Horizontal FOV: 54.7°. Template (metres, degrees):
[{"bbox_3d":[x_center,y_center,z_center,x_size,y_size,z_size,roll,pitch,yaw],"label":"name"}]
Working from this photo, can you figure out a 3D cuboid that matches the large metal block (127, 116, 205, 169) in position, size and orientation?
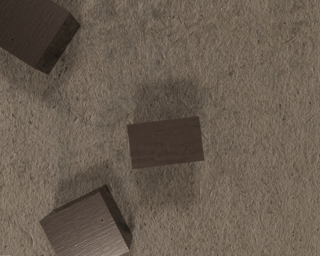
[{"bbox_3d":[0.006,0.016,0.383,0.081,0.080,0.050,-7,90,0],"label":"large metal block"}]

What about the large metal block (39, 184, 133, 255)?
[{"bbox_3d":[-0.091,0.130,0.396,0.080,0.050,0.080,-27,90,-1],"label":"large metal block"}]

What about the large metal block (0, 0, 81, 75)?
[{"bbox_3d":[-0.163,-0.127,0.395,0.080,0.050,0.080,33,90,-1],"label":"large metal block"}]
